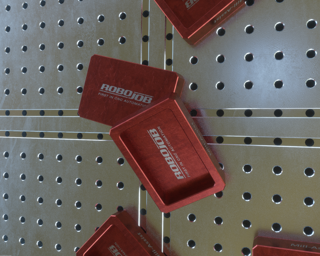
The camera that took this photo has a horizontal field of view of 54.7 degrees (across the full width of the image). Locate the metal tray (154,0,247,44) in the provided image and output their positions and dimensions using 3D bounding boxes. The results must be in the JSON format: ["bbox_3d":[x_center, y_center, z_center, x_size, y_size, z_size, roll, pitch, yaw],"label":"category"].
[{"bbox_3d":[0.061,-0.181,0.387,0.130,0.030,0.090,-37,79,15],"label":"metal tray"}]

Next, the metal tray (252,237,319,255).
[{"bbox_3d":[0.172,0.179,0.349,0.130,0.030,0.089,1,90,19],"label":"metal tray"}]

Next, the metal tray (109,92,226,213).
[{"bbox_3d":[0.011,0.033,0.380,0.090,0.030,0.130,-27,104,17],"label":"metal tray"}]

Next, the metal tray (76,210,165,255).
[{"bbox_3d":[-0.042,0.191,0.423,0.130,0.030,0.090,45,103,14],"label":"metal tray"}]

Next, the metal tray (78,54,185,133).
[{"bbox_3d":[-0.041,-0.043,0.424,0.130,0.030,0.089,16,95,18],"label":"metal tray"}]
